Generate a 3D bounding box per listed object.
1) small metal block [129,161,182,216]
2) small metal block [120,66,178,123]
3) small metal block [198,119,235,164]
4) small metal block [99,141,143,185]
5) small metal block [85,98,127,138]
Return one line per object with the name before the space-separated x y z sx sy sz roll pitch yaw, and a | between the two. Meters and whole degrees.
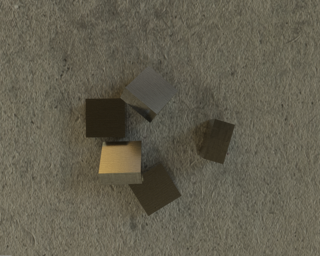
small metal block | -0.007 0.079 0.410 0.050 0.025 0.050 -32 90 0
small metal block | -0.014 -0.044 0.398 0.050 0.025 0.050 40 57 0
small metal block | 0.071 0.016 0.398 0.025 0.050 0.050 16 90 0
small metal block | -0.048 0.044 0.396 0.050 0.025 0.050 -2 46 0
small metal block | -0.070 -0.013 0.409 0.050 0.025 0.050 -1 90 0
